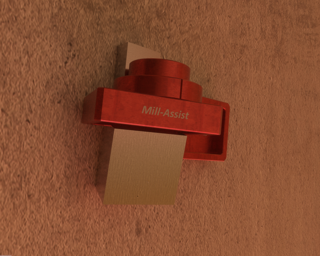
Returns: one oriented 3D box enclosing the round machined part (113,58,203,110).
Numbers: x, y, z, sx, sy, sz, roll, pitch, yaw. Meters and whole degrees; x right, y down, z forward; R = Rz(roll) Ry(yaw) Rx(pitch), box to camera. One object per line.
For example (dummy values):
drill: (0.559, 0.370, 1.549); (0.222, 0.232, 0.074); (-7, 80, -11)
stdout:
round machined part: (-0.002, -0.048, 0.345); (0.099, 0.098, 0.042); (8, 85, -40)

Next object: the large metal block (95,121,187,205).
large metal block: (-0.023, 0.038, 0.348); (0.081, 0.050, 0.079); (6, 99, -22)

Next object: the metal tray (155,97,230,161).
metal tray: (0.046, 0.000, 0.444); (0.131, 0.030, 0.089); (8, 85, -40)

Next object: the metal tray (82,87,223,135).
metal tray: (-0.011, -0.014, 0.334); (0.131, 0.090, 0.030); (7, 86, -22)

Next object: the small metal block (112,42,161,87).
small metal block: (-0.028, -0.073, 0.385); (0.050, 0.025, 0.050); (8, 85, -40)
